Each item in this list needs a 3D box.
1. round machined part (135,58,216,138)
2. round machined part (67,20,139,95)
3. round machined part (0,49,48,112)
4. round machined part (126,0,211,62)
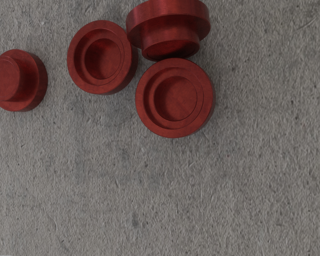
[{"bbox_3d":[0.022,-0.036,0.392,0.098,0.042,0.097,0,90,20],"label":"round machined part"},{"bbox_3d":[-0.074,-0.093,0.426,0.098,0.042,0.097,0,90,20],"label":"round machined part"},{"bbox_3d":[-0.228,-0.074,0.481,0.098,0.042,0.097,0,90,20],"label":"round machined part"},{"bbox_3d":[0.011,-0.109,0.365,0.098,0.098,0.042,-9,81,20],"label":"round machined part"}]
